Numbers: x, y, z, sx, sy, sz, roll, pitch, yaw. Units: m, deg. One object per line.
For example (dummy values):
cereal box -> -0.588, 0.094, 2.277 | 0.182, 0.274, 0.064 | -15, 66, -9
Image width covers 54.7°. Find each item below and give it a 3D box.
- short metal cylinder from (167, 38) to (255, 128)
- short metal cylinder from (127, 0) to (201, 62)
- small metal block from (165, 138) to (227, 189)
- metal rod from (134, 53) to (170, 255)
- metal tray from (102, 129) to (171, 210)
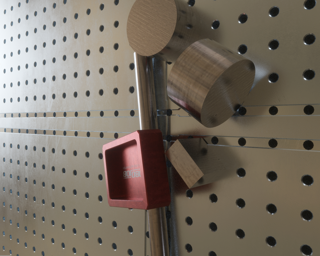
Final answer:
short metal cylinder -> 0.054, -0.047, 0.329 | 0.050, 0.081, 0.079 | 41, 115, 32
short metal cylinder -> 0.004, -0.126, 0.390 | 0.080, 0.050, 0.079 | 0, 90, 40
small metal block -> 0.042, 0.039, 0.359 | 0.025, 0.050, 0.050 | -51, 60, 28
metal rod -> -0.011, 0.045, 0.418 | 0.025, 0.025, 0.298 | -9, 85, 39
metal tray -> -0.036, 0.057, 0.405 | 0.130, 0.030, 0.090 | -21, 74, 59
